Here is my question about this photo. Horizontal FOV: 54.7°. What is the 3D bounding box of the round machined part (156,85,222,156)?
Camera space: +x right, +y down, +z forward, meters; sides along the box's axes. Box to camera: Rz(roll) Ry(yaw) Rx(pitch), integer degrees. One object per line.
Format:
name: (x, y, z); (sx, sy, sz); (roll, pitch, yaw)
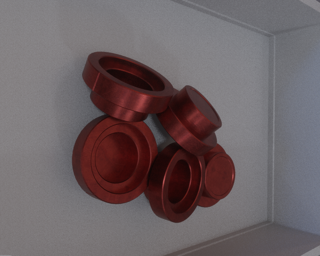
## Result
round machined part: (0.041, -0.016, 0.394); (0.098, 0.042, 0.098); (39, 25, -22)

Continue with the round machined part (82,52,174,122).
round machined part: (-0.037, -0.042, 0.340); (0.099, 0.098, 0.042); (3, 124, -40)

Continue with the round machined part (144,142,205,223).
round machined part: (0.016, 0.066, 0.393); (0.099, 0.042, 0.097); (-13, 107, -52)

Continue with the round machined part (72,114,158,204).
round machined part: (-0.053, 0.033, 0.349); (0.099, 0.042, 0.097); (0, 90, -40)

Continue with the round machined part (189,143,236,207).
round machined part: (0.074, 0.068, 0.458); (0.099, 0.042, 0.097); (0, 90, -40)
